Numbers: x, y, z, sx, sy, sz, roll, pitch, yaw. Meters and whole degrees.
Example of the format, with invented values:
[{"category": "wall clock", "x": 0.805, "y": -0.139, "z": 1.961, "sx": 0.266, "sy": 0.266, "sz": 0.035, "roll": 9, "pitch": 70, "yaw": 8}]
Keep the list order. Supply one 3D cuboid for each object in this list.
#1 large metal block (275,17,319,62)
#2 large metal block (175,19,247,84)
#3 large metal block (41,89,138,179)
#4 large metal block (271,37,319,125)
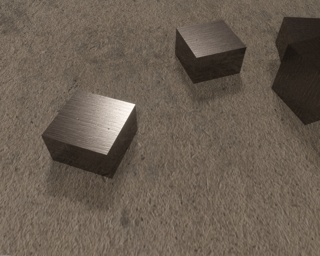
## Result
[{"category": "large metal block", "x": 0.242, "y": -0.136, "z": 0.504, "sx": 0.080, "sy": 0.050, "sz": 0.080, "roll": 3, "pitch": 50, "yaw": 2}, {"category": "large metal block", "x": 0.077, "y": -0.123, "z": 0.491, "sx": 0.081, "sy": 0.050, "sz": 0.080, "roll": -15, "pitch": 52, "yaw": -13}, {"category": "large metal block", "x": -0.081, "y": 0.006, "z": 0.381, "sx": 0.080, "sy": 0.050, "sz": 0.080, "roll": 15, "pitch": 52, "yaw": 12}, {"category": "large metal block", "x": 0.208, "y": -0.065, "z": 0.425, "sx": 0.050, "sy": 0.080, "sz": 0.080, "roll": -17, "pitch": 52, "yaw": -14}]
